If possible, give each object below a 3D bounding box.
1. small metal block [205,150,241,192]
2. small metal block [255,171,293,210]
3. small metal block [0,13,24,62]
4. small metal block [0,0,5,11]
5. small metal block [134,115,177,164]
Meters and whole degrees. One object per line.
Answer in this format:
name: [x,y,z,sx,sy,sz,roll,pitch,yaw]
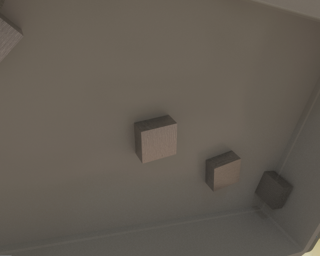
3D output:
small metal block: [0.103,0.071,0.508,0.050,0.025,0.050,-18,126,-18]
small metal block: [0.212,0.115,0.579,0.025,0.050,0.050,1,118,-29]
small metal block: [-0.159,-0.082,0.271,0.050,0.025,0.050,-46,129,4]
small metal block: [-0.144,-0.114,0.233,0.050,0.025,0.050,27,71,-43]
small metal block: [-0.006,0.015,0.414,0.050,0.025,0.050,-14,124,-21]
